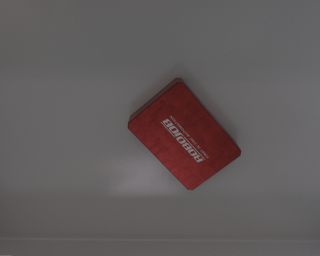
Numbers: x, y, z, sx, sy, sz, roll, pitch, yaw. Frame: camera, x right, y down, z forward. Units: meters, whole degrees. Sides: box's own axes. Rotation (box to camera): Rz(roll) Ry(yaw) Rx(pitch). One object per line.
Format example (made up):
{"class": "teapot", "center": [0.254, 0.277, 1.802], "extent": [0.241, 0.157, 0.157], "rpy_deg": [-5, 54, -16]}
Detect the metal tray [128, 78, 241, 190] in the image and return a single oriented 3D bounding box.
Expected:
{"class": "metal tray", "center": [0.033, 0.010, 0.413], "extent": [0.090, 0.030, 0.130], "rpy_deg": [-39, 106, 13]}
